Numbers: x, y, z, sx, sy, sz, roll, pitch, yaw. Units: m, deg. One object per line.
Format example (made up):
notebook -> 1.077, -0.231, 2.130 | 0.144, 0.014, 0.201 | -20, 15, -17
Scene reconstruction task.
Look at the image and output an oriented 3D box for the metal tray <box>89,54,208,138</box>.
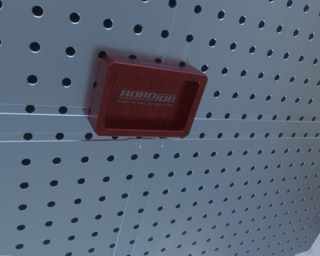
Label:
metal tray -> -0.013, -0.035, 0.380 | 0.131, 0.030, 0.089 | 2, 118, -30
